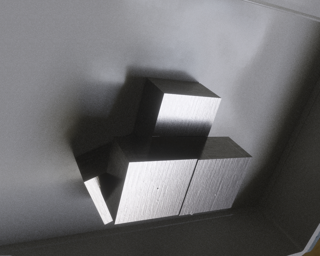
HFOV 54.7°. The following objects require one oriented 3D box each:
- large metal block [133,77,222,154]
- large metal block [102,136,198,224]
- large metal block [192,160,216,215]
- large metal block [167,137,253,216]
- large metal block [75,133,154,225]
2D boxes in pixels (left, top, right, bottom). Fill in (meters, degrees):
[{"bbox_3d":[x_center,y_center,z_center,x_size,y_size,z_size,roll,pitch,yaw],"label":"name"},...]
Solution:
[{"bbox_3d":[0.020,-0.014,0.392,0.081,0.050,0.079,1,118,-29],"label":"large metal block"},{"bbox_3d":[-0.014,0.056,0.353,0.081,0.050,0.079,1,118,-29],"label":"large metal block"},{"bbox_3d":[0.040,0.070,0.454,0.080,0.050,0.080,-47,129,5],"label":"large metal block"},{"bbox_3d":[0.057,0.058,0.391,0.081,0.050,0.079,1,118,-29],"label":"large metal block"},{"bbox_3d":[-0.053,0.065,0.402,0.081,0.050,0.080,-24,127,-14],"label":"large metal block"}]
